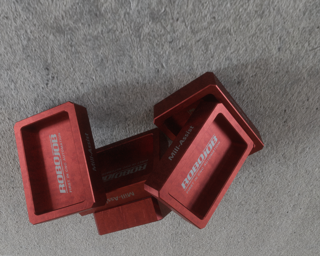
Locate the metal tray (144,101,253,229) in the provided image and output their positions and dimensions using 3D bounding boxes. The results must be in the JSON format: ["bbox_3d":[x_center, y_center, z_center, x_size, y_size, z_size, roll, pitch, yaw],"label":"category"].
[{"bbox_3d":[0.051,0.043,0.373,0.090,0.030,0.130,45,72,-31],"label":"metal tray"}]

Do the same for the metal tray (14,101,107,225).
[{"bbox_3d":[-0.124,0.043,0.381,0.090,0.129,0.030,-19,166,15],"label":"metal tray"}]

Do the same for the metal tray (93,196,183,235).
[{"bbox_3d":[-0.024,0.112,0.447,0.090,0.030,0.130,-19,173,15],"label":"metal tray"}]

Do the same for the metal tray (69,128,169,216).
[{"bbox_3d":[-0.053,0.057,0.414,0.130,0.090,0.030,-19,128,15],"label":"metal tray"}]

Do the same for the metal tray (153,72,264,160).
[{"bbox_3d":[0.065,-0.001,0.406,0.090,0.030,0.130,-31,124,23],"label":"metal tray"}]
